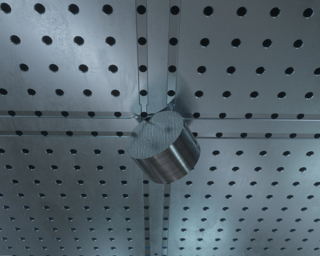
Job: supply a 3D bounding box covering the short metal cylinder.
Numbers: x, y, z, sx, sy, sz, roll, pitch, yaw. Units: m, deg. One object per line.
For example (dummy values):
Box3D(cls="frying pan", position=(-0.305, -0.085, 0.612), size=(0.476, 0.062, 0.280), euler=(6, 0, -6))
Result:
Box3D(cls="short metal cylinder", position=(0.004, 0.024, 0.394), size=(0.080, 0.080, 0.050), euler=(-22, 126, 18))
